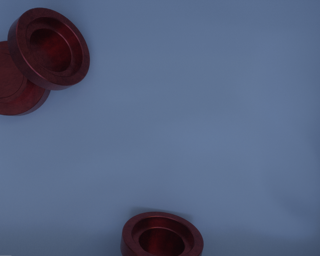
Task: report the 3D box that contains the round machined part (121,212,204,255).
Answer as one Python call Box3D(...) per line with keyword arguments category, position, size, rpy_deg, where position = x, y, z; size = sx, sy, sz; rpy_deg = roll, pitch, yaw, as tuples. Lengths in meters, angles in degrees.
Box3D(category="round machined part", position=(0.001, 0.148, 0.378), size=(0.099, 0.098, 0.042), rpy_deg=(9, 107, -1))

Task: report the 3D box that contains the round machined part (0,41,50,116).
Box3D(category="round machined part", position=(-0.196, -0.065, 0.400), size=(0.099, 0.042, 0.097), rpy_deg=(0, 90, -1))

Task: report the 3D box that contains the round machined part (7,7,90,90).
Box3D(category="round machined part", position=(-0.140, -0.093, 0.383), size=(0.042, 0.099, 0.097), rpy_deg=(-17, 90, 37))
